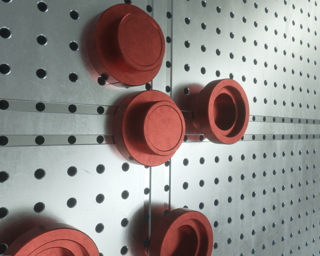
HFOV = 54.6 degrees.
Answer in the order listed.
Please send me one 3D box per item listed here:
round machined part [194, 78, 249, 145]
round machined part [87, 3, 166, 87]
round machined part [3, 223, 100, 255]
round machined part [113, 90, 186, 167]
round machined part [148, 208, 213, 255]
[{"bbox_3d":[0.090,-0.024,0.472,0.099,0.042,0.097,0,90,-40],"label":"round machined part"},{"bbox_3d":[-0.032,-0.099,0.370,0.099,0.042,0.097,0,90,-40],"label":"round machined part"},{"bbox_3d":[-0.112,0.143,0.304,0.099,0.042,0.097,0,90,-40],"label":"round machined part"},{"bbox_3d":[-0.006,0.000,0.392,0.099,0.042,0.097,0,90,-40],"label":"round machined part"},{"bbox_3d":[0.024,0.156,0.417,0.099,0.042,0.097,0,90,-40],"label":"round machined part"}]
